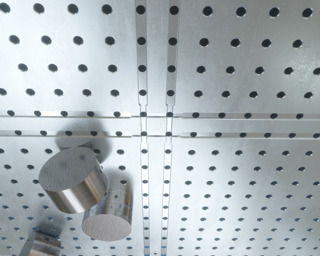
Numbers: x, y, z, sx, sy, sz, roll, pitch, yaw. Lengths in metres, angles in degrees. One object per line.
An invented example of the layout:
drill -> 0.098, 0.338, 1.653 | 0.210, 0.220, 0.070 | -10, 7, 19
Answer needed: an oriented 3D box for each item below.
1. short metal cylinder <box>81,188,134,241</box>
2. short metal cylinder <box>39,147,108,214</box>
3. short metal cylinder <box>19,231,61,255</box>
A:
short metal cylinder -> -0.086, 0.146, 0.519 | 0.081, 0.050, 0.079 | 0, 130, 0
short metal cylinder -> -0.120, 0.072, 0.436 | 0.080, 0.080, 0.050 | -9, 130, 8
short metal cylinder -> -0.228, 0.240, 0.578 | 0.050, 0.080, 0.080 | 30, 124, -23
